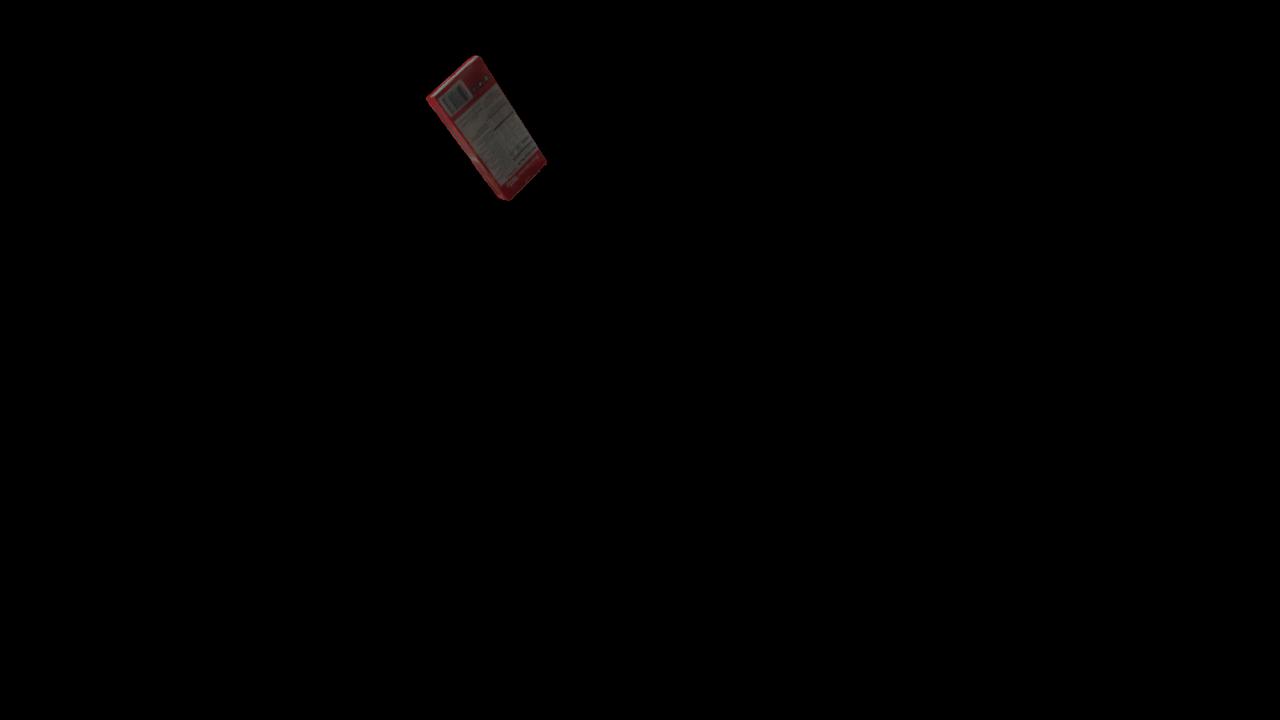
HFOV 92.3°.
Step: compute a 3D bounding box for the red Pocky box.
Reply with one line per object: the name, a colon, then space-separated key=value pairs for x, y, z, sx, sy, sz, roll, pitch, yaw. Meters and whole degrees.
red Pocky box: x=-0.187 y=-0.285 z=0.769 sx=0.028 sy=0.083 sz=0.155 roll=20 pitch=-25 yaw=42
